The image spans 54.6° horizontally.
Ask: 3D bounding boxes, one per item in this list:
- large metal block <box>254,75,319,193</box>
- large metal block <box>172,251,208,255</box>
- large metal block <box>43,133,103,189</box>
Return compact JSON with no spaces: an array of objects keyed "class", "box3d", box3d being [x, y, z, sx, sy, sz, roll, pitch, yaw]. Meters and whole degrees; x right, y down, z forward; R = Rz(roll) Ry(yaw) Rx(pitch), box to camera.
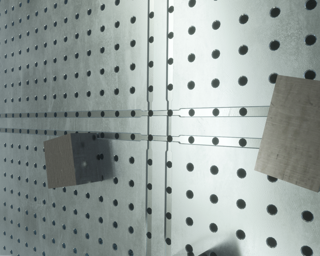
[{"class":"large metal block","box3d":[0.130,0.002,0.266,0.050,0.081,0.080,18,102,39]},{"class":"large metal block","box3d":[0.023,0.196,0.355,0.050,0.081,0.080,-24,75,37]},{"class":"large metal block","box3d":[-0.145,0.054,0.515,0.080,0.050,0.080,-14,81,39]}]
